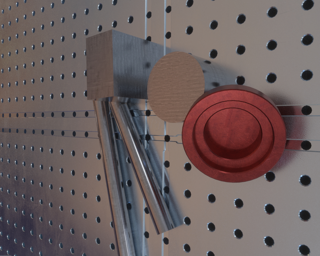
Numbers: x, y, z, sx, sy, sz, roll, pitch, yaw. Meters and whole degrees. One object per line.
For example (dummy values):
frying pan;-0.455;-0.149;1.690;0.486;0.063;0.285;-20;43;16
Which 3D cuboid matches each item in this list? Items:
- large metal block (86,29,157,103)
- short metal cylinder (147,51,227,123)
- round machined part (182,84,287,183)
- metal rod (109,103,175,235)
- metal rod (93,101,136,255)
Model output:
large metal block;-0.049;-0.077;0.412;0.050;0.081;0.079;-2;89;40
short metal cylinder;0.032;-0.046;0.366;0.080;0.050;0.079;0;90;39
round machined part;0.074;0.003;0.317;0.098;0.042;0.097;4;111;12
metal rod;-0.046;0.002;0.445;0.025;0.025;0.299;-35;69;34
metal rod;-0.068;0.081;0.462;0.025;0.025;0.298;-18;79;38
